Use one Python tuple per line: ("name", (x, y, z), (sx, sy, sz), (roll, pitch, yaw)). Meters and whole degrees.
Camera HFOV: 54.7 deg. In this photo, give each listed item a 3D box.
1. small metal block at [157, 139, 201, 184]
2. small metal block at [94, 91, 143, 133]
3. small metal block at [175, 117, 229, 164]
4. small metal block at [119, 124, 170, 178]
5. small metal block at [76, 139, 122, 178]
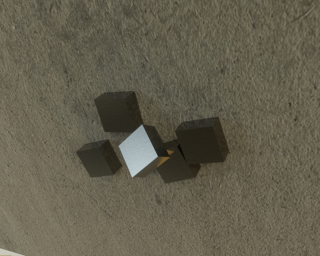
("small metal block", (0.020, 0.045, 0.424), (0.050, 0.025, 0.050), (-19, 109, 35))
("small metal block", (-0.056, -0.022, 0.423), (0.050, 0.025, 0.050), (1, 119, 28))
("small metal block", (0.053, 0.017, 0.389), (0.050, 0.025, 0.050), (-8, 115, 31))
("small metal block", (-0.022, 0.031, 0.411), (0.050, 0.025, 0.050), (-41, 61, 27))
("small metal block", (-0.096, 0.049, 0.487), (0.050, 0.025, 0.050), (-12, 113, 33))
